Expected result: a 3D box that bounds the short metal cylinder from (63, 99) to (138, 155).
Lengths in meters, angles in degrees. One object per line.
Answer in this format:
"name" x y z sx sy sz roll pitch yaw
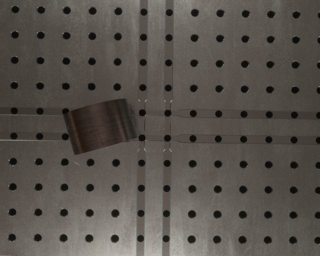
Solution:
"short metal cylinder" -0.073 -0.001 0.385 0.080 0.080 0.050 -16 90 0
